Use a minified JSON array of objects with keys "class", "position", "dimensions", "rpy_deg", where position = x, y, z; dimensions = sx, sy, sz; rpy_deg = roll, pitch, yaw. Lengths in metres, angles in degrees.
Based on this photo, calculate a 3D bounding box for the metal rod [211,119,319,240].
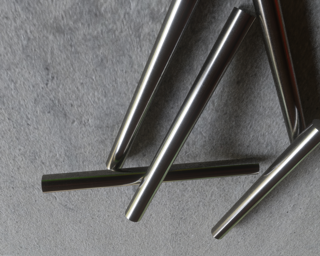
[{"class":"metal rod","position":[0.150,0.097,0.472],"dimensions":[0.025,0.025,0.298],"rpy_deg":[13,135,-11]}]

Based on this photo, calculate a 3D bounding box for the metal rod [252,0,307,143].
[{"class":"metal rod","position":[0.131,-0.081,0.340],"dimensions":[0.025,0.025,0.299],"rpy_deg":[-20,128,16]}]

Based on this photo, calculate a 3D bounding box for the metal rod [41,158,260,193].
[{"class":"metal rod","position":[-0.008,0.066,0.438],"dimensions":[0.302,0.025,0.025],"rpy_deg":[-4,131,-7]}]

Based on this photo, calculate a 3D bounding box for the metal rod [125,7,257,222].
[{"class":"metal rod","position":[0.024,0.003,0.374],"dimensions":[0.025,0.025,0.298],"rpy_deg":[19,116,-16]}]

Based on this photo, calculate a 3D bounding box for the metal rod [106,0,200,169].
[{"class":"metal rod","position":[-0.012,-0.051,0.363],"dimensions":[0.025,0.025,0.298],"rpy_deg":[16,128,-14]}]
